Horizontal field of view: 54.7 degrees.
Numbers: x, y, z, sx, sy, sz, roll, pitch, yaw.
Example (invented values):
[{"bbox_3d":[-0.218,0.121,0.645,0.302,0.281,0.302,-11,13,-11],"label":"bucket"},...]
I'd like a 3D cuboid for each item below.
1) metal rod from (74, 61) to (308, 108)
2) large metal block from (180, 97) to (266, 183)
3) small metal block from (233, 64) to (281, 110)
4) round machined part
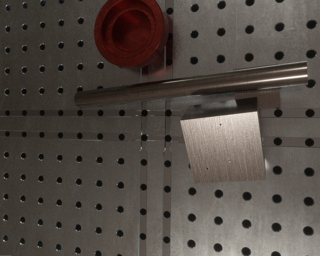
[{"bbox_3d":[0.018,-0.049,0.387,0.301,0.025,0.025,-3,89,26],"label":"metal rod"},{"bbox_3d":[0.076,0.015,0.358,0.080,0.050,0.079,-7,111,19],"label":"large metal block"},{"bbox_3d":[0.116,-0.047,0.372,0.050,0.025,0.050,-4,89,19],"label":"small metal block"},{"bbox_3d":[-0.034,-0.127,0.415,0.098,0.042,0.097,0,90,19],"label":"round machined part"}]
